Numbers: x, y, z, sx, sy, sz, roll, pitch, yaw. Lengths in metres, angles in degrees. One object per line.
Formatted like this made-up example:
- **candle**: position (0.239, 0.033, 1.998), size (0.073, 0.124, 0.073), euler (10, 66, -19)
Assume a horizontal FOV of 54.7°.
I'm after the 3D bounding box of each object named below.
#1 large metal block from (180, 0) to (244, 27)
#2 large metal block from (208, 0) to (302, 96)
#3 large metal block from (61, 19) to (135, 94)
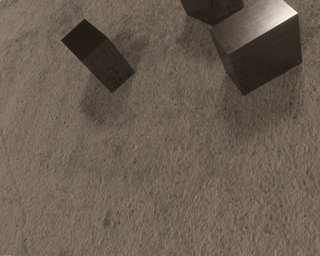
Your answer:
- **large metal block**: position (0.069, -0.203, 0.456), size (0.050, 0.080, 0.080), euler (-46, 51, -3)
- **large metal block**: position (0.115, -0.097, 0.367), size (0.080, 0.080, 0.050), euler (-30, 52, 8)
- **large metal block**: position (-0.097, -0.112, 0.486), size (0.050, 0.080, 0.080), euler (-44, 51, -2)
